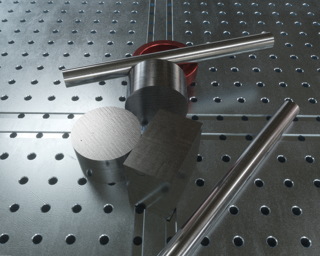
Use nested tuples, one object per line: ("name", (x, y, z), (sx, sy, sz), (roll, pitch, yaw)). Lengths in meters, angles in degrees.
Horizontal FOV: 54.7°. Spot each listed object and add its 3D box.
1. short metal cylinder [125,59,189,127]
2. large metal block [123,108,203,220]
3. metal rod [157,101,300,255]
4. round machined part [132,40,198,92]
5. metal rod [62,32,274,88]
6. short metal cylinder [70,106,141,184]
("short metal cylinder", (-0.004, -0.043, 0.408), (0.081, 0.080, 0.050), (0, 50, 0))
("large metal block", (0.005, 0.040, 0.338), (0.050, 0.080, 0.080), (20, 53, 16))
("metal rod", (0.085, 0.060, 0.357), (0.025, 0.025, 0.301), (33, 57, 24))
("round machined part", (0.007, -0.088, 0.470), (0.099, 0.042, 0.098), (0, 50, 0))
("metal rod", (0.019, -0.098, 0.435), (0.302, 0.025, 0.025), (-13, 51, -11))
("short metal cylinder", (-0.062, 0.020, 0.374), (0.080, 0.050, 0.080), (0, 50, 0))
